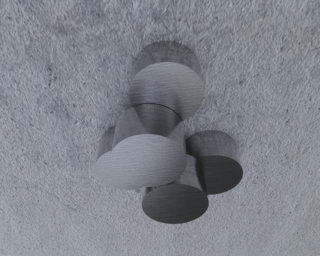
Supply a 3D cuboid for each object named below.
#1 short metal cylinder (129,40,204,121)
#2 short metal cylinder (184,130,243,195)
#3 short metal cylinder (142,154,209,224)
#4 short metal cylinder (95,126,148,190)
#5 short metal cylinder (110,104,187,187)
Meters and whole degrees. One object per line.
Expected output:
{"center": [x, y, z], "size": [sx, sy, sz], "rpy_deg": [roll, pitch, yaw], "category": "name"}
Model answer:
{"center": [0.007, -0.051, 0.349], "size": [0.081, 0.050, 0.079], "rpy_deg": [0, 130, 0], "category": "short metal cylinder"}
{"center": [0.071, 0.049, 0.434], "size": [0.081, 0.050, 0.079], "rpy_deg": [0, 130, 0], "category": "short metal cylinder"}
{"center": [0.018, 0.077, 0.391], "size": [0.081, 0.050, 0.079], "rpy_deg": [-1, 130, 0], "category": "short metal cylinder"}
{"center": [-0.045, 0.040, 0.426], "size": [0.081, 0.050, 0.079], "rpy_deg": [0, 130, 0], "category": "short metal cylinder"}
{"center": [-0.012, 0.020, 0.342], "size": [0.080, 0.050, 0.079], "rpy_deg": [0, 130, 0], "category": "short metal cylinder"}
